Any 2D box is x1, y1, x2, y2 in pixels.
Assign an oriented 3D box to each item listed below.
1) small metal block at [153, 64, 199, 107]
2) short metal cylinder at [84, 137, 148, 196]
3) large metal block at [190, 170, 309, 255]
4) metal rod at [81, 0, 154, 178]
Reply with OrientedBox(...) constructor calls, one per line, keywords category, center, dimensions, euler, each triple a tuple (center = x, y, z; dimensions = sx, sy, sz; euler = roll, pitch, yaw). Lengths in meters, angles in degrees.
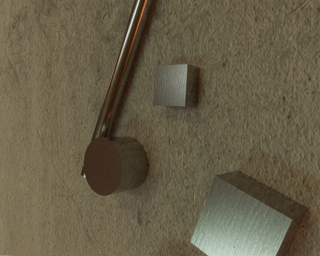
OrientedBox(category="small metal block", center=(0.020, -0.052, 0.389), dimensions=(0.050, 0.025, 0.050), euler=(6, 94, 39))
OrientedBox(category="short metal cylinder", center=(-0.063, 0.052, 0.441), dimensions=(0.080, 0.050, 0.080), euler=(0, 90, 40))
OrientedBox(category="large metal block", center=(0.089, 0.100, 0.316), dimensions=(0.080, 0.050, 0.079), euler=(28, 107, 36))
OrientedBox(category="metal rod", center=(-0.065, -0.058, 0.458), dimensions=(0.025, 0.025, 0.298), euler=(32, 110, 35))
